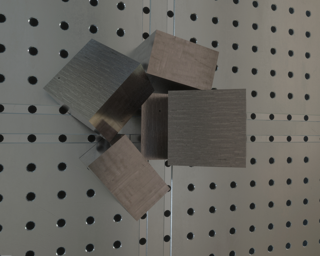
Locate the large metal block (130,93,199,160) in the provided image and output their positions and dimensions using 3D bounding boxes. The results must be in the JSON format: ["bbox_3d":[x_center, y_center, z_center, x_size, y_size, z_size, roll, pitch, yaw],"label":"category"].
[{"bbox_3d":[0.007,-0.002,0.402,0.081,0.050,0.080,1,90,-20],"label":"large metal block"}]

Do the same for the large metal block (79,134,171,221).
[{"bbox_3d":[-0.045,0.053,0.365,0.050,0.080,0.080,-42,104,-16],"label":"large metal block"}]

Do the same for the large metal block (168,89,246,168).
[{"bbox_3d":[0.054,0.000,0.345,0.080,0.050,0.080,0,89,14],"label":"large metal block"}]

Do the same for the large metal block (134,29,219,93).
[{"bbox_3d":[0.014,-0.075,0.389,0.081,0.080,0.050,14,85,-19],"label":"large metal block"}]

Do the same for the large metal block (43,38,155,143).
[{"bbox_3d":[-0.068,-0.044,0.351,0.080,0.080,0.050,-51,150,-13],"label":"large metal block"}]

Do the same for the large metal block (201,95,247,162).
[{"bbox_3d":[0.086,0.000,0.406,0.050,0.080,0.080,0,90,18],"label":"large metal block"}]
